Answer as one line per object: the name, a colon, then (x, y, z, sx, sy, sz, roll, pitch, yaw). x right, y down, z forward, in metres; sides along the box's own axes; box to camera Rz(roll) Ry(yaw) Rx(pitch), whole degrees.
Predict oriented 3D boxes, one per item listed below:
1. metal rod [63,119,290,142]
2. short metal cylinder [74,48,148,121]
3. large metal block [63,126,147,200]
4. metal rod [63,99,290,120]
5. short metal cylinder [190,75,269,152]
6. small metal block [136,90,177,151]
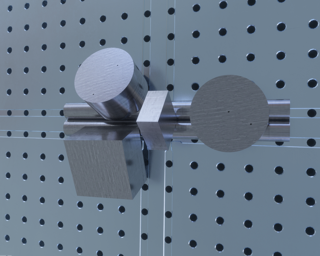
metal rod: (0.007, 0.002, 0.406, 0.301, 0.025, 0.025, 1, 90, 19)
short metal cylinder: (-0.062, -0.056, 0.402, 0.080, 0.050, 0.080, -7, 64, 16)
large metal block: (-0.069, 0.043, 0.405, 0.080, 0.050, 0.079, -1, 110, 20)
metal rod: (0.007, -0.023, 0.406, 0.301, 0.025, 0.025, 1, 90, 19)
short metal cylinder: (0.078, -0.015, 0.341, 0.080, 0.050, 0.079, 0, 90, 20)
small metal block: (-0.002, -0.009, 0.366, 0.025, 0.050, 0.050, 1, 48, 20)
